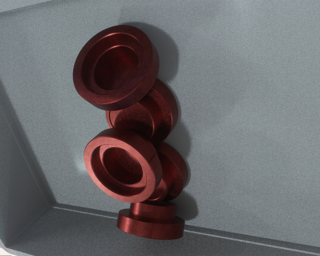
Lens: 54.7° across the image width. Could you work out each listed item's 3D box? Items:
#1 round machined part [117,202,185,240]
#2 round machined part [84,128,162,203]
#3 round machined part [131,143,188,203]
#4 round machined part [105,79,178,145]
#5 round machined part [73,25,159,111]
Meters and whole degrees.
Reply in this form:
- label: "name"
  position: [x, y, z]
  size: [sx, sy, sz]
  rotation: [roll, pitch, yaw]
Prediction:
- label: "round machined part"
  position: [-0.012, 0.129, 0.457]
  size: [0.098, 0.098, 0.042]
  rotation: [6, 84, 24]
- label: "round machined part"
  position: [-0.042, 0.042, 0.386]
  size: [0.098, 0.042, 0.097]
  rotation: [13, 124, 20]
- label: "round machined part"
  position: [-0.013, 0.068, 0.442]
  size: [0.098, 0.042, 0.097]
  rotation: [13, 124, 20]
- label: "round machined part"
  position: [-0.030, -0.018, 0.398]
  size: [0.098, 0.042, 0.097]
  rotation: [13, 124, 20]
- label: "round machined part"
  position: [-0.046, -0.064, 0.355]
  size: [0.098, 0.098, 0.042]
  rotation: [7, 164, 24]
